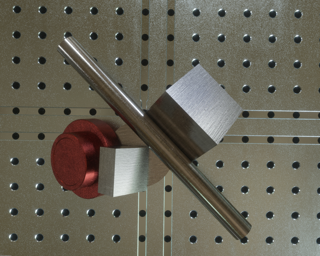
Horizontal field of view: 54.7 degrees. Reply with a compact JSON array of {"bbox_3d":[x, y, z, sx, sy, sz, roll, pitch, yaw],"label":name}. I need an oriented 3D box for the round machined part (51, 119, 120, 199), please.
[{"bbox_3d":[-0.095,0.038,0.375,0.098,0.042,0.097,3,95,38],"label":"round machined part"}]

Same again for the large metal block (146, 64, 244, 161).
[{"bbox_3d":[0.043,-0.020,0.376,0.080,0.050,0.080,46,47,0],"label":"large metal block"}]

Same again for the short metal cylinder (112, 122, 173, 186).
[{"bbox_3d":[-0.024,0.031,0.397,0.081,0.050,0.079,0,90,0],"label":"short metal cylinder"}]

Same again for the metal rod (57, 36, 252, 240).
[{"bbox_3d":[-0.006,0.012,0.359,0.025,0.025,0.300,-43,90,0],"label":"metal rod"}]

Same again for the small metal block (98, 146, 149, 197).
[{"bbox_3d":[-0.040,0.046,0.345,0.025,0.050,0.050,3,91,40],"label":"small metal block"}]
